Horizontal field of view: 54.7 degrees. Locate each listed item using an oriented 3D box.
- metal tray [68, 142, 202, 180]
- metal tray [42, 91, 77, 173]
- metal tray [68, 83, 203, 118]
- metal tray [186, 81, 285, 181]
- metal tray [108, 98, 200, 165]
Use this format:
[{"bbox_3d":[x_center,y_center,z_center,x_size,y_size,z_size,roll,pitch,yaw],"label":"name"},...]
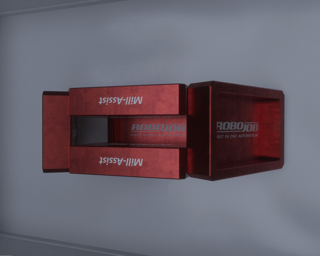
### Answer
[{"bbox_3d":[-0.024,0.033,0.351,0.130,0.090,0.030,0,90,19],"label":"metal tray"},{"bbox_3d":[-0.125,0.003,0.399,0.030,0.130,0.089,0,91,-12],"label":"metal tray"},{"bbox_3d":[-0.024,-0.027,0.350,0.130,0.090,0.030,0,90,20],"label":"metal tray"},{"bbox_3d":[0.084,0.002,0.325,0.030,0.131,0.089,1,91,49],"label":"metal tray"},{"bbox_3d":[-0.004,0.003,0.408,0.130,0.030,0.089,0,90,19],"label":"metal tray"}]
